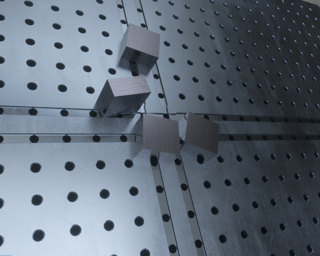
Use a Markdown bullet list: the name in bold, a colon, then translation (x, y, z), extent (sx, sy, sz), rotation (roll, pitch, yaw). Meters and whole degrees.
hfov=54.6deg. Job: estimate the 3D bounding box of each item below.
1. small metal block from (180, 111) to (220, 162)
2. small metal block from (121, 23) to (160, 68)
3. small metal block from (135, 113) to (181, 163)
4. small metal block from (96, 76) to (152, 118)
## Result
- **small metal block**: translation (0.053, 0.012, 0.429), extent (0.050, 0.025, 0.050), rotation (22, 54, -15)
- **small metal block**: translation (-0.029, -0.124, 0.468), extent (0.050, 0.025, 0.050), rotation (15, 56, -20)
- **small metal block**: translation (-0.003, 0.013, 0.398), extent (0.050, 0.025, 0.050), rotation (12, 57, -22)
- **small metal block**: translation (-0.046, -0.039, 0.391), extent (0.050, 0.050, 0.025), rotation (-12, 68, -33)
